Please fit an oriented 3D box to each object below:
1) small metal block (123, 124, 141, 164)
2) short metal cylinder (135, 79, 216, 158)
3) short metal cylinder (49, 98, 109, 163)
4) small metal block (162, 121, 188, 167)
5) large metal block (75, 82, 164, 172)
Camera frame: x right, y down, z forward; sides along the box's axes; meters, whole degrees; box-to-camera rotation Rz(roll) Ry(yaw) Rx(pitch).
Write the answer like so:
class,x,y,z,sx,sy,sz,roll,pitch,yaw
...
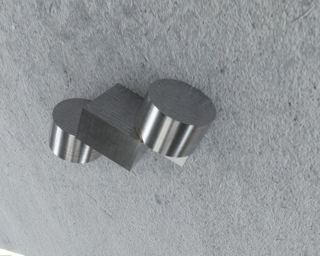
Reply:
class,x,y,z,sx,sy,sz,roll,pitch,yaw
small metal block,-0.047,0.021,0.447,0.050,0.025,0.050,31,128,8
short metal cylinder,0.017,-0.013,0.356,0.080,0.080,0.050,31,128,8
short metal cylinder,-0.111,0.003,0.433,0.080,0.080,0.050,31,128,8
small metal block,0.021,0.015,0.407,0.050,0.025,0.050,31,128,8
large metal block,-0.046,-0.004,0.395,0.080,0.080,0.050,31,128,8
